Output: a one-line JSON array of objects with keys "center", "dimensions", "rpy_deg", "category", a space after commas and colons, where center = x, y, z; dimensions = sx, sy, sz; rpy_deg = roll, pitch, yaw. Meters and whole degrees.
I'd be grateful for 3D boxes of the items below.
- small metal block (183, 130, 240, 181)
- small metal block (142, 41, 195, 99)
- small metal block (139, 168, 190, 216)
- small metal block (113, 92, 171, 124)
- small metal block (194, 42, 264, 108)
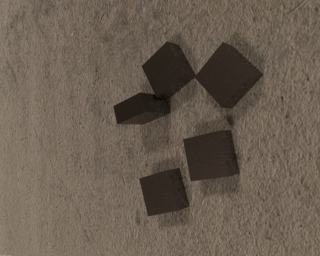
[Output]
[{"center": [0.058, 0.032, 0.356], "dimensions": [0.050, 0.025, 0.050], "rpy_deg": [-16, 80, 38], "category": "small metal block"}, {"center": [0.010, -0.073, 0.395], "dimensions": [0.050, 0.025, 0.050], "rpy_deg": [-38, 67, 33], "category": "small metal block"}, {"center": [0.005, 0.083, 0.399], "dimensions": [0.050, 0.025, 0.050], "rpy_deg": [-23, 76, 37], "category": "small metal block"}, {"center": [-0.023, -0.024, 0.406], "dimensions": [0.050, 0.050, 0.025], "rpy_deg": [-21, 77, 38], "category": "small metal block"}, {"center": [0.075, -0.057, 0.342], "dimensions": [0.050, 0.025, 0.050], "rpy_deg": [-51, 61, 27], "category": "small metal block"}]
